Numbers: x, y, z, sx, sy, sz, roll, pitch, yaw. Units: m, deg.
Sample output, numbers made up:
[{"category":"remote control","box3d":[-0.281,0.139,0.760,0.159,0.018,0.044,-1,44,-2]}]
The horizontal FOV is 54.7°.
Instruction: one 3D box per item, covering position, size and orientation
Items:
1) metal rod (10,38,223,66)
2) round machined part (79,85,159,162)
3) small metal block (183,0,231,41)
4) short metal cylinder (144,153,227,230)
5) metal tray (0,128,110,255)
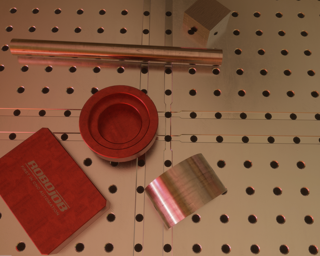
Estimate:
[{"category":"metal rod","box3d":[-0.062,-0.110,0.451,0.302,0.025,0.025,3,70,0]},{"category":"round machined part","box3d":[-0.051,-0.003,0.403,0.099,0.042,0.098,0,70,-1]},{"category":"small metal block","box3d":[0.071,-0.170,0.475,0.050,0.025,0.050,41,75,13]},{"category":"short metal cylinder","box3d":[0.029,0.072,0.356,0.080,0.080,0.050,-30,73,-11]},{"category":"metal tray","box3d":[-0.136,0.075,0.380,0.090,0.030,0.130,-40,75,-14]}]
